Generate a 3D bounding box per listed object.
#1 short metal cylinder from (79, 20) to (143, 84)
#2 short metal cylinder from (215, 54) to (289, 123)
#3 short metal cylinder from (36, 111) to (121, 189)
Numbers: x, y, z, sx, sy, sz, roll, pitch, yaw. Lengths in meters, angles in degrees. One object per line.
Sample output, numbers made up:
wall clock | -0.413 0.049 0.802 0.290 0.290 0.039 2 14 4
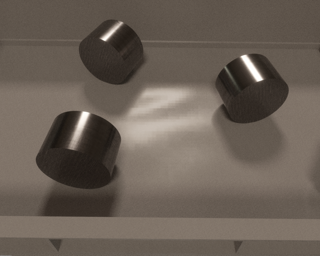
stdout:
short metal cylinder | -0.072 -0.113 0.463 0.080 0.080 0.050 20 53 16
short metal cylinder | 0.121 -0.052 0.414 0.081 0.080 0.050 -11 51 -9
short metal cylinder | -0.089 0.026 0.346 0.080 0.080 0.050 6 50 5
